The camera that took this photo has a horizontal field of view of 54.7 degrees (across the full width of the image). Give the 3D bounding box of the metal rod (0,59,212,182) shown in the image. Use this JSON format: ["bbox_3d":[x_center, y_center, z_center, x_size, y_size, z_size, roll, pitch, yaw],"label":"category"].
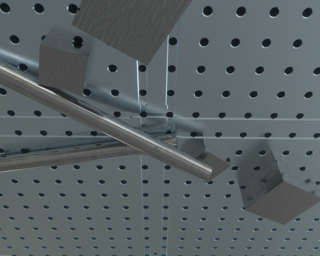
[{"bbox_3d":[-0.067,-0.005,0.385,0.301,0.025,0.025,27,125,-14],"label":"metal rod"}]

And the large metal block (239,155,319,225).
[{"bbox_3d":[0.184,0.098,0.480,0.080,0.050,0.080,24,126,-20],"label":"large metal block"}]

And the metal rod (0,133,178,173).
[{"bbox_3d":[-0.125,0.039,0.443,0.301,0.025,0.025,-8,130,6],"label":"metal rod"}]

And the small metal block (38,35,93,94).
[{"bbox_3d":[-0.107,-0.071,0.350,0.050,0.025,0.050,12,129,-11],"label":"small metal block"}]

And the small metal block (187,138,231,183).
[{"bbox_3d":[0.067,0.049,0.454,0.050,0.025,0.050,31,124,-24],"label":"small metal block"}]

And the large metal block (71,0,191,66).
[{"bbox_3d":[-0.026,-0.120,0.293,0.080,0.050,0.080,25,126,-20],"label":"large metal block"}]
